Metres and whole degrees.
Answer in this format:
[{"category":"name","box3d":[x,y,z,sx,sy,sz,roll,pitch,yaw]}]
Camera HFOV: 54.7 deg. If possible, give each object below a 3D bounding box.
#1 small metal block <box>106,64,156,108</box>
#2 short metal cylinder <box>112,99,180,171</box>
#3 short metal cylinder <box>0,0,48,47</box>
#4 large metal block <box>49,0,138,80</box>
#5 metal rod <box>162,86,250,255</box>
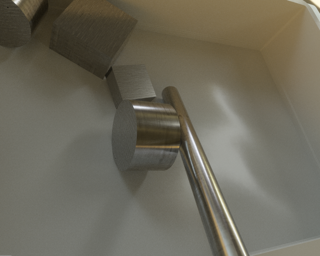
[{"category":"small metal block","box3d":[-0.040,-0.057,0.416,0.050,0.025,0.050,-11,75,-33]},{"category":"short metal cylinder","box3d":[-0.019,0.009,0.356,0.050,0.080,0.080,4,60,-27]},{"category":"short metal cylinder","box3d":[-0.180,-0.142,0.361,0.080,0.080,0.050,23,53,-15]},{"category":"large metal block","box3d":[-0.088,-0.126,0.415,0.080,0.050,0.080,30,57,-9]},{"category":"metal rod","box3d":[0.036,0.031,0.323,0.025,0.025,0.300,17,28,-19]}]
